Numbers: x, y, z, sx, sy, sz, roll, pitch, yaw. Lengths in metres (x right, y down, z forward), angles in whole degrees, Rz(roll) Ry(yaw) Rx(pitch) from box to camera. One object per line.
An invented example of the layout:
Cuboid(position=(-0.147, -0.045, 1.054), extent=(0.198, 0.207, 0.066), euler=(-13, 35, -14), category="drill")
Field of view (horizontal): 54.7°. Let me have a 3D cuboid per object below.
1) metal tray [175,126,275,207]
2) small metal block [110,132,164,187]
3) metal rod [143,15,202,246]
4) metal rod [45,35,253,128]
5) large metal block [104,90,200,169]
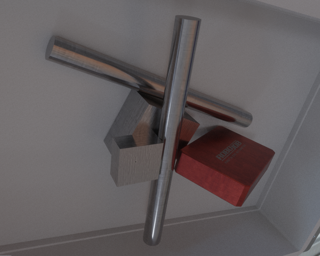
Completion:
Cuboid(position=(0.089, 0.043, 0.408), extent=(0.131, 0.090, 0.030), euler=(-25, 136, -55), category="metal tray")
Cuboid(position=(-0.027, 0.035, 0.350), extent=(0.050, 0.025, 0.050), euler=(-7, 121, -26), category="small metal block")
Cuboid(position=(0.008, 0.025, 0.364), extent=(0.025, 0.025, 0.298), euler=(-6, 121, -26), category="metal rod")
Cuboid(position=(0.012, -0.045, 0.388), extent=(0.302, 0.025, 0.025), euler=(15, 110, -35), category="metal rod")
Cuboid(position=(-0.011, 0.006, 0.390), extent=(0.080, 0.050, 0.080), euler=(19, 108, -36), category="large metal block")
